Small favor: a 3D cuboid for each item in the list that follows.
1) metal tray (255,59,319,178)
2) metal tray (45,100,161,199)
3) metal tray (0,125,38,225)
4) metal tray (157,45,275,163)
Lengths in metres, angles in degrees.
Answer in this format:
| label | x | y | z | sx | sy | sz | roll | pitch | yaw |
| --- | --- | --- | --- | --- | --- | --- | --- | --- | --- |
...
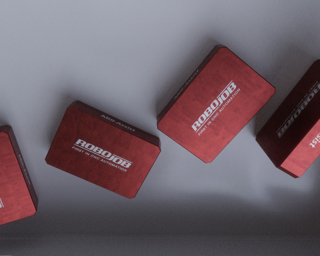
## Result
| label | x | y | z | sx | sy | sz | roll | pitch | yaw |
| --- | --- | --- | --- | --- | --- | --- | --- | --- | --- |
| metal tray | 0.178 | -0.014 | 0.372 | 0.030 | 0.090 | 0.129 | 30 | 107 | -11 |
| metal tray | -0.075 | 0.031 | 0.419 | 0.131 | 0.030 | 0.089 | 25 | 108 | -9 |
| metal tray | -0.230 | 0.069 | 0.419 | 0.091 | 0.030 | 0.129 | -15 | 111 | -13 |
| metal tray | 0.069 | -0.029 | 0.398 | 0.090 | 0.030 | 0.130 | 36 | 106 | -13 |
